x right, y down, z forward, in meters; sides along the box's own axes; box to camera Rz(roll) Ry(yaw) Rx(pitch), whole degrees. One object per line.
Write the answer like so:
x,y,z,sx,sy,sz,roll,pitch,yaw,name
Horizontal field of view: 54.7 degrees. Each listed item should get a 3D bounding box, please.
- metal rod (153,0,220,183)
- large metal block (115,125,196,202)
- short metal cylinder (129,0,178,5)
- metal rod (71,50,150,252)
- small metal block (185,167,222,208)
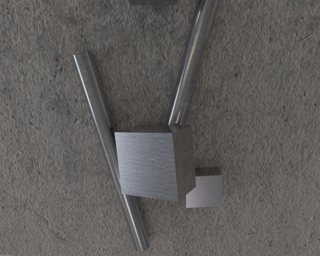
0.031,-0.049,0.391,0.025,0.025,0.298,13,110,-5,metal rod
-0.005,0.040,0.386,0.080,0.050,0.079,0,101,30,large metal block
-0.007,-0.169,0.318,0.050,0.080,0.079,-1,110,0,short metal cylinder
-0.061,0.045,0.425,0.025,0.025,0.298,-13,110,4,metal rod
0.061,0.084,0.442,0.050,0.025,0.050,-3,110,1,small metal block
